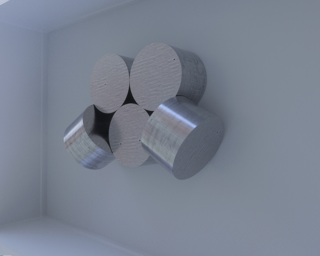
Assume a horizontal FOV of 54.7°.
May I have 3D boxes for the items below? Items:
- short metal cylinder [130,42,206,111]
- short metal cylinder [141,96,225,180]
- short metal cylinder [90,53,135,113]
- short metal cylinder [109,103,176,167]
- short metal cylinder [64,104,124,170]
[{"bbox_3d":[0.009,-0.060,0.381,0.080,0.050,0.080,0,90,40],"label":"short metal cylinder"},{"bbox_3d":[0.026,0.011,0.347,0.050,0.081,0.079,37,113,34],"label":"short metal cylinder"},{"bbox_3d":[-0.053,-0.059,0.432,0.080,0.050,0.080,0,90,40],"label":"short metal cylinder"},{"bbox_3d":[-0.021,0.009,0.406,0.080,0.050,0.080,0,90,40],"label":"short metal cylinder"},{"bbox_3d":[-0.088,0.013,0.442,0.050,0.081,0.080,-37,67,34],"label":"short metal cylinder"}]
